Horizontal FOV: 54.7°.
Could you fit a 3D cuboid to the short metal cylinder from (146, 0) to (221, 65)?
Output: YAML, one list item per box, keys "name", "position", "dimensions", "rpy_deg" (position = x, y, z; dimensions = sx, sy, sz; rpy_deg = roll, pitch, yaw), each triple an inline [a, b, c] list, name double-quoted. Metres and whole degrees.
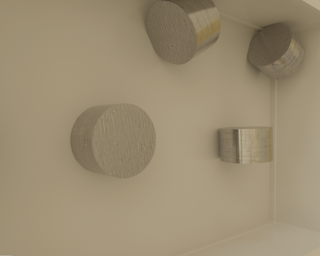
- name: "short metal cylinder"
  position: [0.029, -0.128, 0.395]
  dimensions: [0.050, 0.080, 0.080]
  rpy_deg: [-39, 114, -33]

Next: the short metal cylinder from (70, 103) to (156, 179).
- name: "short metal cylinder"
  position: [-0.052, 0.013, 0.347]
  dimensions: [0.081, 0.050, 0.080]
  rpy_deg: [0, 90, -40]

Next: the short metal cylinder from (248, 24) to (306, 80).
- name: "short metal cylinder"
  position: [0.202, -0.132, 0.539]
  dimensions: [0.050, 0.080, 0.080]
  rpy_deg: [27, 73, -37]

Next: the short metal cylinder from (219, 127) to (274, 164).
- name: "short metal cylinder"
  position: [0.134, 0.024, 0.483]
  dimensions: [0.081, 0.080, 0.050]
  rpy_deg: [-4, 93, -40]
